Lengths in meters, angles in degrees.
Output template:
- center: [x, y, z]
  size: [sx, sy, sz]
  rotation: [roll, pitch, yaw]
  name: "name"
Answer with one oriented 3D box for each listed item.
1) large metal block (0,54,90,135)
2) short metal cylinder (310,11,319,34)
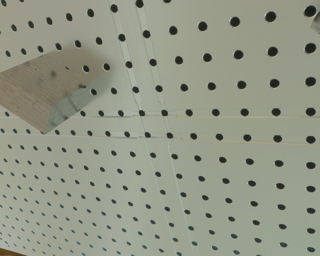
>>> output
- center: [-0.159, -0.049, 0.427]
  size: [0.080, 0.080, 0.050]
  rotation: [32, 128, 7]
  name: "large metal block"
- center: [0.163, -0.095, 0.231]
  size: [0.050, 0.080, 0.080]
  rotation: [37, 129, 3]
  name: "short metal cylinder"
